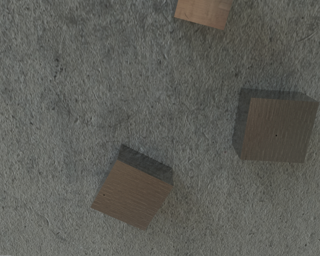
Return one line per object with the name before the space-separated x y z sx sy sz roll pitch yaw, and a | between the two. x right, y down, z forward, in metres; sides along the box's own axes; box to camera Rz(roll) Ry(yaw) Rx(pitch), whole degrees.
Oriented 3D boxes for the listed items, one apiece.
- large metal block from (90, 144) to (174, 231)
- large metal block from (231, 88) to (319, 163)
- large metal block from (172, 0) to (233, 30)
large metal block | -0.037 0.081 0.426 0.080 0.050 0.080 27 108 -10
large metal block | 0.143 -0.004 0.396 0.081 0.050 0.079 4 110 -2
large metal block | 0.048 -0.151 0.325 0.050 0.080 0.079 13 110 -5
